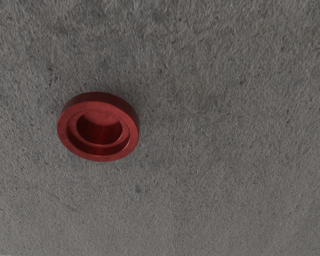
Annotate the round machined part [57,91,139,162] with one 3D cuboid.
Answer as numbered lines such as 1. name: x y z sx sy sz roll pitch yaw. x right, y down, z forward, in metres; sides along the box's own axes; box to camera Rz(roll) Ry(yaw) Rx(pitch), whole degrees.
1. round machined part: -0.075 -0.006 0.390 0.099 0.042 0.097 0 130 0
